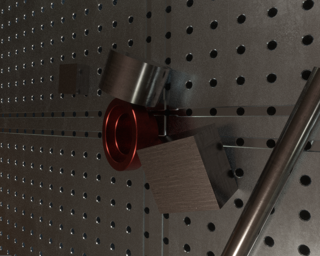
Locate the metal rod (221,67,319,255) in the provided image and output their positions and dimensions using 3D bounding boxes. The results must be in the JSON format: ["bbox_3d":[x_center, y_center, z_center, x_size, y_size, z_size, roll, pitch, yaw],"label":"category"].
[{"bbox_3d":[0.103,0.083,0.323,0.025,0.025,0.298,32,110,35],"label":"metal rod"}]

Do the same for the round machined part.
[{"bbox_3d":[-0.038,0.008,0.417,0.098,0.042,0.097,-1,88,55],"label":"round machined part"}]

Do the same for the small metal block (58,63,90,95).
[{"bbox_3d":[-0.147,-0.082,0.528,0.050,0.025,0.050,7,94,39],"label":"small metal block"}]

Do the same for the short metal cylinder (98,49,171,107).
[{"bbox_3d":[-0.033,-0.065,0.398,0.080,0.081,0.050,30,108,35],"label":"short metal cylinder"}]

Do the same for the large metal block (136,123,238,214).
[{"bbox_3d":[0.031,0.047,0.354,0.080,0.050,0.080,-17,95,38],"label":"large metal block"}]
